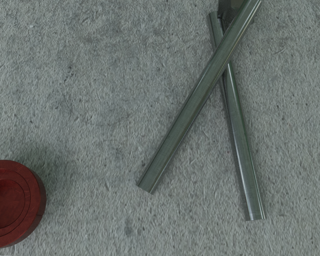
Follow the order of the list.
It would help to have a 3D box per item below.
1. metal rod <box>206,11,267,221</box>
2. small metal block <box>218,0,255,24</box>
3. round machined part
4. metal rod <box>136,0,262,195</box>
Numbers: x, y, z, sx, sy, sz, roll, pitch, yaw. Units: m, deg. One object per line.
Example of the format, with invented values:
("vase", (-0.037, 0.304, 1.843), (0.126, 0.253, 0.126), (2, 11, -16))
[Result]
("metal rod", (0.099, -0.030, 0.420), (0.025, 0.025, 0.299), (-6, 70, -2))
("small metal block", (0.115, -0.183, 0.464), (0.050, 0.025, 0.050), (18, 67, -32))
("round machined part", (-0.183, 0.090, 0.364), (0.099, 0.042, 0.098), (0, 70, -1))
("metal rod", (0.056, -0.050, 0.408), (0.025, 0.025, 0.300), (29, 79, 9))
